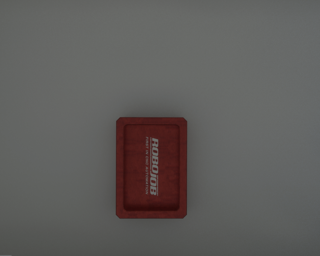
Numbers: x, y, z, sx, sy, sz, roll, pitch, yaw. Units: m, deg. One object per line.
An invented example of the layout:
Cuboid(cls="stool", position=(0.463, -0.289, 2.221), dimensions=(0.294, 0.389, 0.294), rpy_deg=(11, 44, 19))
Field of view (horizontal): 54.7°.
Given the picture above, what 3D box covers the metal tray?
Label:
Cuboid(cls="metal tray", position=(-0.011, 0.051, 0.408), dimensions=(0.091, 0.030, 0.129), rpy_deg=(0, 90, -1))
